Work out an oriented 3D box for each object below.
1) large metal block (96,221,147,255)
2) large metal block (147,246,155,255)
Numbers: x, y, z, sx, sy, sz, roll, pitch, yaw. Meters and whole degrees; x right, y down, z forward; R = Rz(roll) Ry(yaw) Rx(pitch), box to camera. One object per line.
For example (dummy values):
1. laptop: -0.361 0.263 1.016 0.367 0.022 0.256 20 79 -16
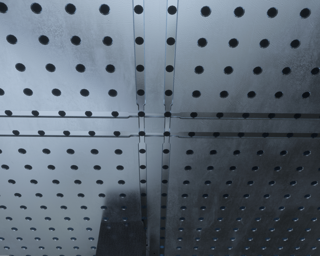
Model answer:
1. large metal block: -0.068 0.220 0.562 0.080 0.080 0.050 -4 130 3
2. large metal block: -0.049 0.294 0.645 0.080 0.050 0.080 -13 129 10
